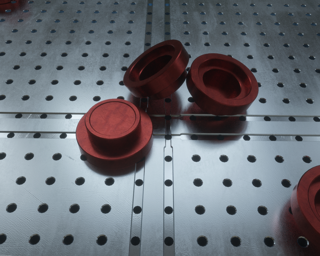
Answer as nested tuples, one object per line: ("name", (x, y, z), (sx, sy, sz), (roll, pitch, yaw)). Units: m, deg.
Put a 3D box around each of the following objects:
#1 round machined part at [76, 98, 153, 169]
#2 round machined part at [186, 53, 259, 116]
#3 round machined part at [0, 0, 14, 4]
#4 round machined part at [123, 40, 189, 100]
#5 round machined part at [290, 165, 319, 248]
("round machined part", (-0.058, 0.000, 0.396), (0.099, 0.042, 0.098), (0, 50, 0))
("round machined part", (0.083, -0.056, 0.435), (0.099, 0.042, 0.098), (8, 54, -11))
("round machined part", (-0.332, -0.291, 0.637), (0.099, 0.042, 0.098), (0, 50, 0))
("round machined part", (-0.001, -0.078, 0.443), (0.098, 0.042, 0.098), (-25, 36, 21))
("round machined part", (0.187, 0.090, 0.324), (0.099, 0.042, 0.098), (0, 50, 0))
